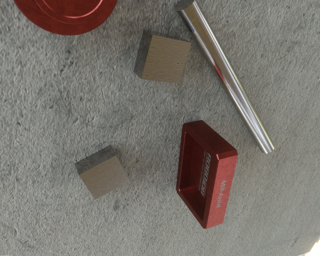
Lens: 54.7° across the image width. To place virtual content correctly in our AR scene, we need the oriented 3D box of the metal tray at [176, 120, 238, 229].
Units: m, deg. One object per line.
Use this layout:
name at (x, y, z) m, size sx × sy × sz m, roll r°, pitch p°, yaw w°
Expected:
metal tray at (0.061, 0.065, 0.440) m, size 0.030 × 0.090 × 0.129 m, roll -11°, pitch 123°, yaw -23°

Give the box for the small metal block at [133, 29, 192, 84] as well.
small metal block at (0.002, -0.082, 0.359) m, size 0.050 × 0.025 × 0.050 m, roll 2°, pitch 118°, yaw -30°

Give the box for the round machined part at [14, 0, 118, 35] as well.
round machined part at (-0.081, -0.130, 0.272) m, size 0.099 × 0.042 × 0.097 m, roll -14°, pitch 125°, yaw -21°

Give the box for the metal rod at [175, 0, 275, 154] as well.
metal rod at (0.106, -0.052, 0.434) m, size 0.025 × 0.025 × 0.300 m, roll -42°, pitch 130°, yaw 0°

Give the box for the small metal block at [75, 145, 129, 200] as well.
small metal block at (-0.075, 0.058, 0.403) m, size 0.050 × 0.025 × 0.050 m, roll -28°, pitch 128°, yaw -11°
